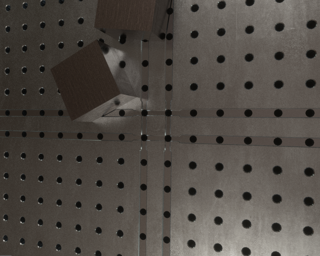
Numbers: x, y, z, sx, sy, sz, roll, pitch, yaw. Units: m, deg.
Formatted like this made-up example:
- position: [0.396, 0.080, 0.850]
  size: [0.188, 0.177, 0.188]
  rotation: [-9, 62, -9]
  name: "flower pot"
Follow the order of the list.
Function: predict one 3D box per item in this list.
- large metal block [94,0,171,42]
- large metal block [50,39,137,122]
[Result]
- position: [-0.033, -0.163, 0.410]
  size: [0.080, 0.050, 0.079]
  rotation: [10, 93, 19]
  name: "large metal block"
- position: [-0.091, -0.062, 0.430]
  size: [0.080, 0.050, 0.080]
  rotation: [-27, 82, 17]
  name: "large metal block"
